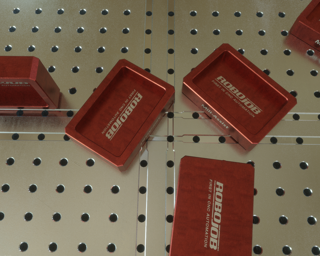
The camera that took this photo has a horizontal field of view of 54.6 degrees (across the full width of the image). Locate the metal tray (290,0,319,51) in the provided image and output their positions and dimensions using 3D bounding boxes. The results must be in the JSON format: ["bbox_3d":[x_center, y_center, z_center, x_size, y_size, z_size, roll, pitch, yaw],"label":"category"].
[{"bbox_3d":[0.277,-0.147,0.464,0.130,0.030,0.090,38,74,12],"label":"metal tray"}]

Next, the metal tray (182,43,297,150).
[{"bbox_3d":[0.106,-0.045,0.426,0.090,0.030,0.130,-42,76,-14],"label":"metal tray"}]

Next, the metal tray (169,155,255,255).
[{"bbox_3d":[0.062,0.104,0.372,0.090,0.030,0.130,7,70,2],"label":"metal tray"}]

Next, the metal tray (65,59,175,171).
[{"bbox_3d":[-0.050,-0.020,0.416,0.090,0.030,0.130,31,73,10],"label":"metal tray"}]

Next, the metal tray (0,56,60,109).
[{"bbox_3d":[-0.207,-0.055,0.396,0.131,0.090,0.030,1,70,0],"label":"metal tray"}]
